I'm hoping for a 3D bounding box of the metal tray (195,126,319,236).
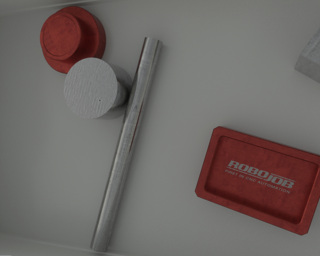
[{"bbox_3d":[0.117,0.058,0.366,0.130,0.030,0.089,18,96,18],"label":"metal tray"}]

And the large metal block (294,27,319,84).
[{"bbox_3d":[0.187,-0.088,0.316,0.050,0.080,0.080,37,102,16],"label":"large metal block"}]

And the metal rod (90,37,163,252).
[{"bbox_3d":[-0.048,0.026,0.426,0.025,0.025,0.298,17,96,19],"label":"metal rod"}]

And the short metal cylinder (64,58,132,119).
[{"bbox_3d":[-0.083,-0.052,0.425,0.080,0.050,0.079,0,90,19],"label":"short metal cylinder"}]

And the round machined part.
[{"bbox_3d":[-0.132,-0.127,0.446,0.098,0.042,0.097,0,90,19],"label":"round machined part"}]
